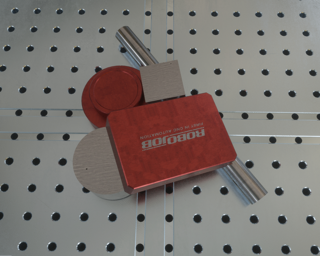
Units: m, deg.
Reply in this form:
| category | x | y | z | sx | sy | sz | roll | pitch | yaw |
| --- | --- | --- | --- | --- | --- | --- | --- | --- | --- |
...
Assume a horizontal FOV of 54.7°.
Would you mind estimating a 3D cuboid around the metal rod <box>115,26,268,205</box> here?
| category | x | y | z | sx | sy | sz | roll | pitch | yaw |
| --- | --- | --- | --- | --- | --- | --- | --- | --- | --- |
| metal rod | 0.033 | -0.028 | 0.418 | 0.025 | 0.025 | 0.300 | -35 | 74 | -12 |

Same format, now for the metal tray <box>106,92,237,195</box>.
| category | x | y | z | sx | sy | sz | roll | pitch | yaw |
| --- | --- | --- | --- | --- | --- | --- | --- | --- | --- |
| metal tray | 0.012 | 0.015 | 0.359 | 0.131 | 0.030 | 0.090 | -13 | 70 | -18 |

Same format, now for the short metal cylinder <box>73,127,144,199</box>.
| category | x | y | z | sx | sy | sz | roll | pitch | yaw |
| --- | --- | --- | --- | --- | --- | --- | --- | --- | --- |
| short metal cylinder | -0.059 | 0.044 | 0.378 | 0.081 | 0.050 | 0.080 | 0 | 70 | 0 |

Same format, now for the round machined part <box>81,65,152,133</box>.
| category | x | y | z | sx | sy | sz | roll | pitch | yaw |
| --- | --- | --- | --- | --- | --- | --- | --- | --- | --- |
| round machined part | -0.056 | -0.042 | 0.412 | 0.099 | 0.042 | 0.098 | 0 | 70 | 1 |

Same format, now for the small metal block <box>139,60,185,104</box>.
| category | x | y | z | sx | sy | sz | roll | pitch | yaw |
| --- | --- | --- | --- | --- | --- | --- | --- | --- | --- |
| small metal block | 0.003 | -0.056 | 0.403 | 0.050 | 0.025 | 0.050 | -11 | 73 | 1 |
